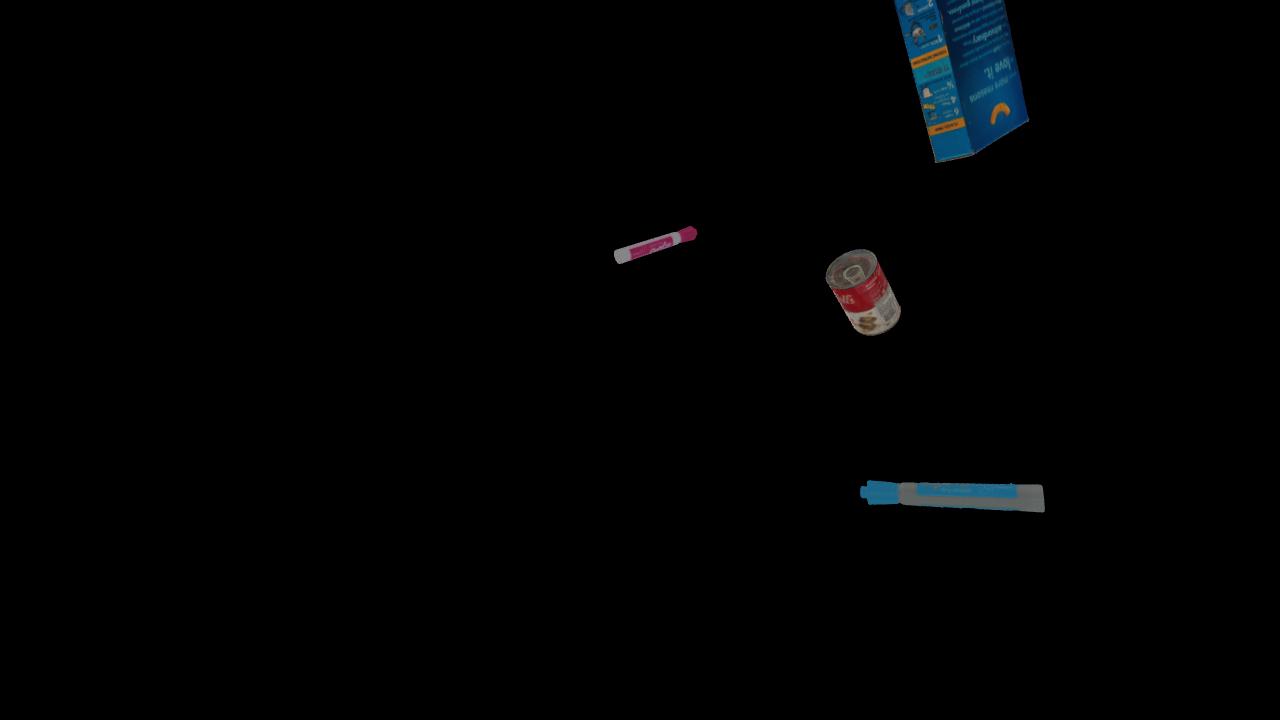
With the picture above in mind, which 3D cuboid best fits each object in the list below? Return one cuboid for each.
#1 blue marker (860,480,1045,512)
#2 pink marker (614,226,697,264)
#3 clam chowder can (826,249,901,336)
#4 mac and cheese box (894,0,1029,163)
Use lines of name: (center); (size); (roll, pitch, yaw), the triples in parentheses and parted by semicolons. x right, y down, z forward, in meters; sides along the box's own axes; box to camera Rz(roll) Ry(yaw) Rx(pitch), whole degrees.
blue marker: (0.226, 0.100, 0.454); (0.121, 0.020, 0.020); (-5, -2, 30)
pink marker: (0.023, -0.151, 0.800); (0.121, 0.020, 0.020); (-22, 9, -22)
clam chowder can: (0.299, -0.088, 0.821); (0.068, 0.068, 0.102); (0, -36, 45)
mac and cheese box: (0.256, -0.266, 0.497); (0.093, 0.184, 0.041); (-32, 19, -26)
